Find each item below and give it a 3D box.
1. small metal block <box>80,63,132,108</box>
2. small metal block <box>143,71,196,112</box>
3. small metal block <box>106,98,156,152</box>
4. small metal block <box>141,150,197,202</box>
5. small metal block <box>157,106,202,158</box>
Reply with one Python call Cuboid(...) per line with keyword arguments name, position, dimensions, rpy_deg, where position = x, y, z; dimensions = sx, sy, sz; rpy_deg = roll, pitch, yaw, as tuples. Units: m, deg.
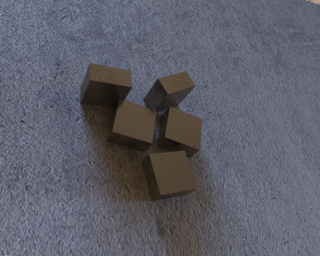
Cuboid(name="small metal block", position=(-0.067, -0.050, 0.382), dimensions=(0.050, 0.050, 0.025), rpy_deg=(7, 59, -25))
Cuboid(name="small metal block", position=(0.012, -0.048, 0.424), dimensions=(0.050, 0.050, 0.025), rpy_deg=(-21, 73, -36))
Cuboid(name="small metal block", position=(-0.035, -0.003, 0.387), dimensions=(0.050, 0.025, 0.050), rpy_deg=(18, 55, -18))
Cuboid(name="small metal block", position=(0.011, 0.057, 0.374), dimensions=(0.050, 0.025, 0.050), rpy_deg=(-3, 63, -30))
Cuboid(name="small metal block", position=(0.027, 0.005, 0.415), dimensions=(0.050, 0.025, 0.050), rpy_deg=(21, 54, -16))
